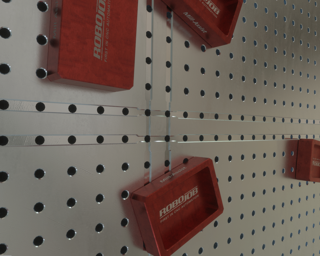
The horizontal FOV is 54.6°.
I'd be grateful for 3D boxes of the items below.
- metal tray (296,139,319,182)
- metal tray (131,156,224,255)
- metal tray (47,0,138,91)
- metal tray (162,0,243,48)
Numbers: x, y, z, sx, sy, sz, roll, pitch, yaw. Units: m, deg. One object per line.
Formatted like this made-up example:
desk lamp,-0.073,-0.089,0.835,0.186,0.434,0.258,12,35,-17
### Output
metal tray,0.356,0.077,0.701,0.131,0.030,0.090,12,82,-39
metal tray,0.029,0.105,0.429,0.131,0.030,0.090,-24,106,-37
metal tray,-0.072,-0.111,0.345,0.091,0.030,0.129,5,87,-40
metal tray,0.066,-0.193,0.458,0.131,0.030,0.090,30,71,-36
